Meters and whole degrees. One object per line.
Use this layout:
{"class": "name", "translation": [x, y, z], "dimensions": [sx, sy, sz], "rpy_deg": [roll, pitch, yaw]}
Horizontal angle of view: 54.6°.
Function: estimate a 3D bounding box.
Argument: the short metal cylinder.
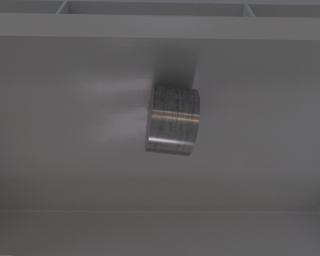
{"class": "short metal cylinder", "translation": [0.012, -0.009, 0.365], "dimensions": [0.050, 0.080, 0.079], "rpy_deg": [7, 130, -6]}
